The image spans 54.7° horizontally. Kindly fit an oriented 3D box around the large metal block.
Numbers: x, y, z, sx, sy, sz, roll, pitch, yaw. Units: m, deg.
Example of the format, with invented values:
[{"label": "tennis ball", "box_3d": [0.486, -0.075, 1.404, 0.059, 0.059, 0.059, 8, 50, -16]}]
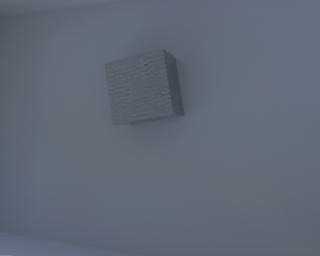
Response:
[{"label": "large metal block", "box_3d": [-0.019, -0.049, 0.403, 0.080, 0.050, 0.080, -9, 87, 19]}]
